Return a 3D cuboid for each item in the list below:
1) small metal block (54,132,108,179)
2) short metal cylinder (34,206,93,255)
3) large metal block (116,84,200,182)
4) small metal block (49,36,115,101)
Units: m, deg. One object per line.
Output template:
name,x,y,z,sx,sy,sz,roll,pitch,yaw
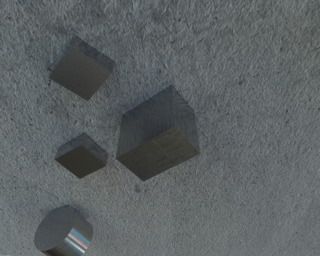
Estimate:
small metal block,-0.111,0.040,0.441,0.050,0.025,0.050,-27,125,21
short metal cylinder,-0.162,0.180,0.522,0.080,0.080,0.050,-20,127,16
large metal block,-0.003,0.006,0.376,0.080,0.080,0.050,-29,124,22
small metal block,-0.088,-0.066,0.350,0.050,0.025,0.050,32,123,-25
